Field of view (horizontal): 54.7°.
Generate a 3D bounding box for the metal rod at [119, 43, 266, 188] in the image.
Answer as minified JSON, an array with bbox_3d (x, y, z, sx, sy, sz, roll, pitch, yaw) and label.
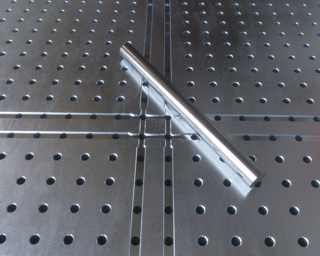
[{"bbox_3d":[0.028,-0.034,0.436,0.025,0.025,0.300,-28,56,-22],"label":"metal rod"}]
